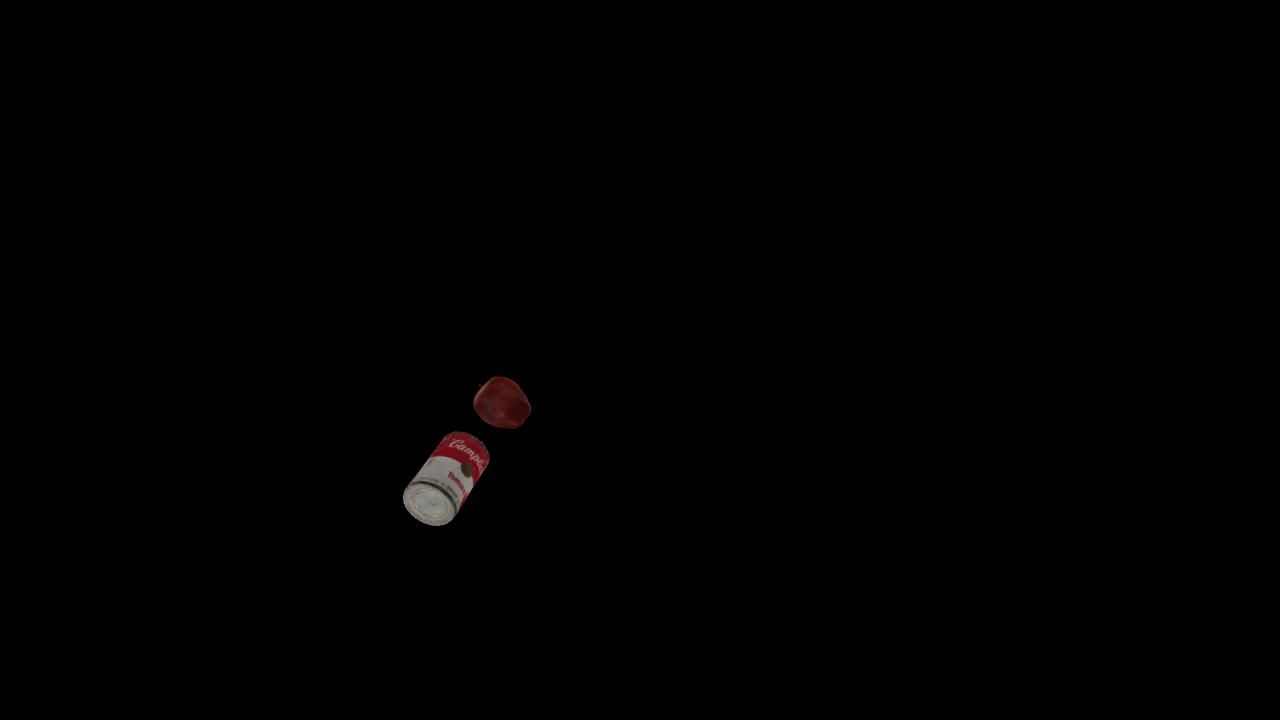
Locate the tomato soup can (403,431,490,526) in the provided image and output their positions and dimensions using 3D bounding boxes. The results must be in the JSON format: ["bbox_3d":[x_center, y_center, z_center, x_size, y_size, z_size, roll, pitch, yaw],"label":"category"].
[{"bbox_3d":[-0.238,0.145,0.759,0.068,0.068,0.101,0,30,13],"label":"tomato soup can"}]

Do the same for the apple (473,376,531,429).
[{"bbox_3d":[-0.221,0.069,0.985,0.093,0.079,0.079,38,-7,-10],"label":"apple"}]
